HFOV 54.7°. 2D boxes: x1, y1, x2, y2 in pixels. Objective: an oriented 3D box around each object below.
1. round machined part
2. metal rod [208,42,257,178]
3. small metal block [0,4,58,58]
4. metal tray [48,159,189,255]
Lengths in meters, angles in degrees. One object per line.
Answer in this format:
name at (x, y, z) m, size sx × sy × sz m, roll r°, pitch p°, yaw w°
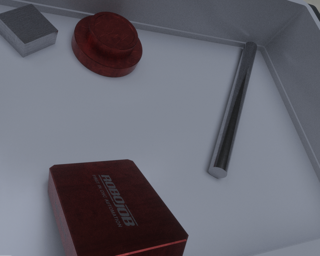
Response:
round machined part at (-0.070, -0.123, 0.433) m, size 0.099 × 0.042 × 0.098 m, roll 14°, pitch 56°, yaw -21°
metal rod at (0.126, -0.048, 0.505) m, size 0.025 × 0.025 × 0.301 m, roll 31°, pitch 51°, yaw -9°
small metal block at (-0.168, -0.124, 0.391) m, size 0.050 × 0.025 × 0.050 m, roll 45°, pitch 51°, yaw 3°
metal tray at (-0.045, 0.077, 0.286) m, size 0.091 × 0.030 × 0.130 m, roll -1°, pitch 26°, yaw -29°
